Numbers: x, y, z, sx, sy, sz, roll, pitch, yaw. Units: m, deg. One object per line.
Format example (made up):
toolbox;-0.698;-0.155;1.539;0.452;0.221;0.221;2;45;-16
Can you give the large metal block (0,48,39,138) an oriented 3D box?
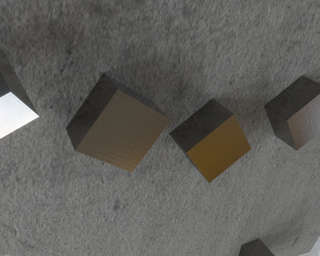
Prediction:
large metal block;-0.163;-0.029;0.255;0.080;0.080;0.050;-32;162;-8

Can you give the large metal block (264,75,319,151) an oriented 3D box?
large metal block;0.227;-0.024;0.503;0.080;0.050;0.080;-39;130;-3

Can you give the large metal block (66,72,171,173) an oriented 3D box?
large metal block;-0.049;-0.004;0.362;0.080;0.050;0.080;29;102;-38

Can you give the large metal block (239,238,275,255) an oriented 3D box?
large metal block;0.219;0.309;0.686;0.050;0.080;0.079;-11;123;-23

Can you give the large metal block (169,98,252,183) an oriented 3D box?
large metal block;0.073;0.019;0.445;0.080;0.050;0.080;-39;130;-2
